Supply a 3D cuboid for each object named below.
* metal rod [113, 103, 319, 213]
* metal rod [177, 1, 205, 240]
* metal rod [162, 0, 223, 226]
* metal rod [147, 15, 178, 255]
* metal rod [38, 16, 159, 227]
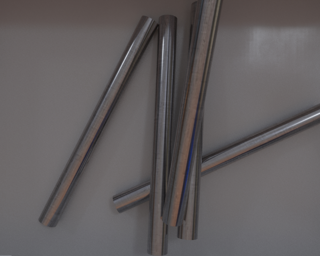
[{"bbox_3d":[0.080,0.040,0.411,0.301,0.025,0.025,-24,90,0],"label":"metal rod"},{"bbox_3d":[0.043,-0.015,0.394,0.025,0.025,0.298,4,83,0],"label":"metal rod"},{"bbox_3d":[0.036,-0.035,0.329,0.025,0.025,0.298,8,103,0],"label":"metal rod"},{"bbox_3d":[0.004,0.003,0.393,0.025,0.025,0.298,3,83,0],"label":"metal rod"},{"bbox_3d":[-0.081,-0.009,0.410,0.025,0.025,0.299,27,90,0],"label":"metal rod"}]
